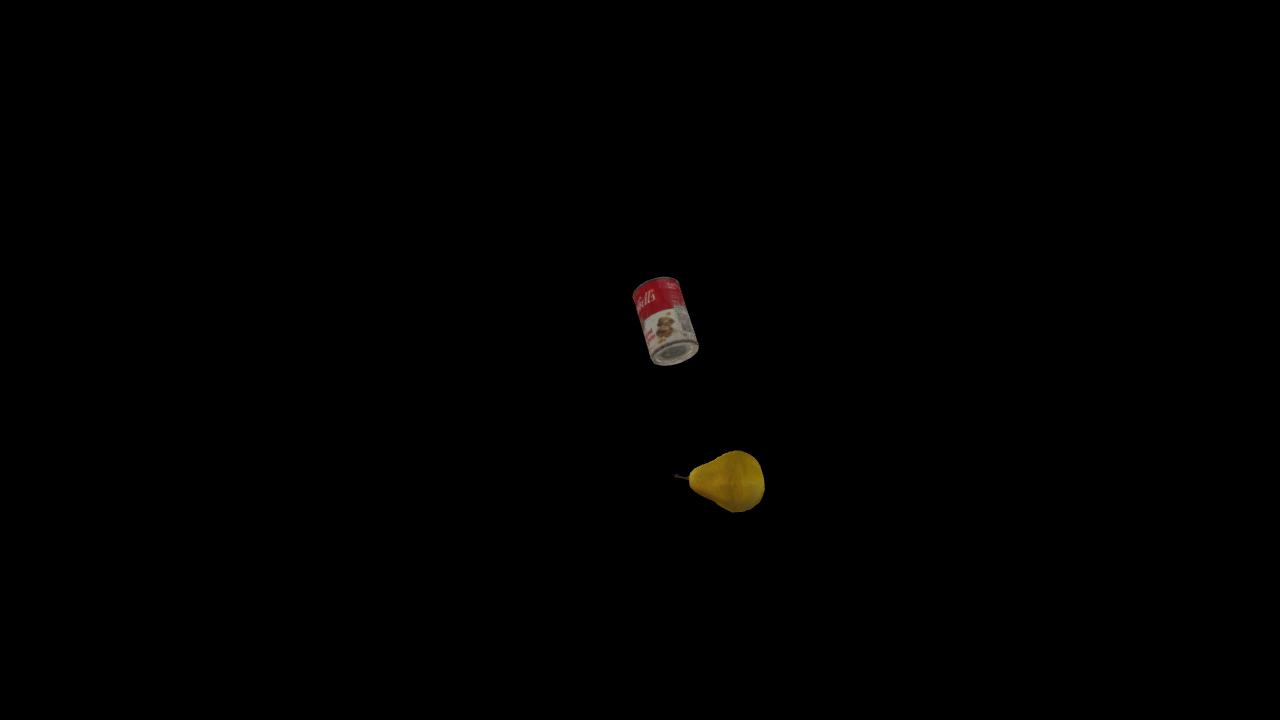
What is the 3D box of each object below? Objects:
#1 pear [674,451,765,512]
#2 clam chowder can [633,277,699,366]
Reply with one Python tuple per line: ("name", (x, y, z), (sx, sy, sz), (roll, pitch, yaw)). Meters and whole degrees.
("pear", (0.103, 0.158, 0.797), (0.111, 0.080, 0.080), (-3, 0, -6))
("clam chowder can", (0.035, -0.051, 0.830), (0.068, 0.102, 0.068), (-14, -24, -6))
